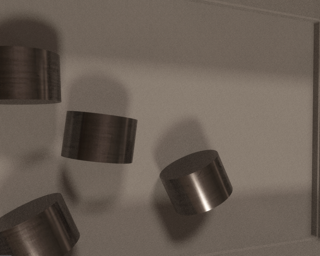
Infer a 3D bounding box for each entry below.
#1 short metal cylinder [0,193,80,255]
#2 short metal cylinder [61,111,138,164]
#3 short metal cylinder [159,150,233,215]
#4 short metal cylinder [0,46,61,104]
[{"bbox_3d":[-0.134,0.112,0.332,0.081,0.080,0.050,-24,99,-19],"label":"short metal cylinder"},{"bbox_3d":[-0.069,0.011,0.357,0.081,0.080,0.050,7,88,-20],"label":"short metal cylinder"},{"bbox_3d":[0.046,0.068,0.400,0.081,0.080,0.050,-27,99,-18],"label":"short metal cylinder"},{"bbox_3d":[-0.147,-0.052,0.327,0.081,0.080,0.050,-2,91,-20],"label":"short metal cylinder"}]
